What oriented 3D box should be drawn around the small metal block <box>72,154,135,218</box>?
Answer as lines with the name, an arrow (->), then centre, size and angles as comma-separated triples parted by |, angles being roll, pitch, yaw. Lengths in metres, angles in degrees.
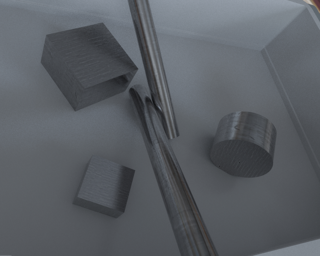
small metal block -> -0.060, 0.063, 0.336 | 0.050, 0.025, 0.050 | 23, 53, -15

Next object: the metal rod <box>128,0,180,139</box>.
metal rod -> -0.020, -0.131, 0.384 | 0.025, 0.025, 0.298 | -21, 103, -36

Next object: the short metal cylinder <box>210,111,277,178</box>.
short metal cylinder -> 0.113, 0.023, 0.419 | 0.080, 0.080, 0.050 | 31, 52, -9

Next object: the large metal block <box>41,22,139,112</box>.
large metal block -> -0.089, -0.079, 0.391 | 0.081, 0.050, 0.080 | -29, 78, -38

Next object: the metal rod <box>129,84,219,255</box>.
metal rod -> 0.004, 0.033, 0.302 | 0.025, 0.025, 0.300 | 12, 29, -22
